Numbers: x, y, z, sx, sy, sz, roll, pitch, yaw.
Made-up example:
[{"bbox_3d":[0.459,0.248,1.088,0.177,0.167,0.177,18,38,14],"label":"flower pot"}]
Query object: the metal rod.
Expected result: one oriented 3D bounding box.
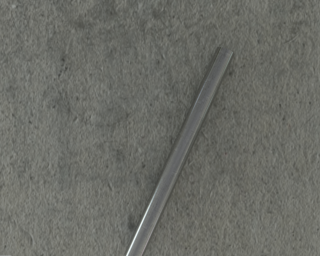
[{"bbox_3d":[0.026,0.034,0.410,0.025,0.025,0.299,24,90,-1],"label":"metal rod"}]
